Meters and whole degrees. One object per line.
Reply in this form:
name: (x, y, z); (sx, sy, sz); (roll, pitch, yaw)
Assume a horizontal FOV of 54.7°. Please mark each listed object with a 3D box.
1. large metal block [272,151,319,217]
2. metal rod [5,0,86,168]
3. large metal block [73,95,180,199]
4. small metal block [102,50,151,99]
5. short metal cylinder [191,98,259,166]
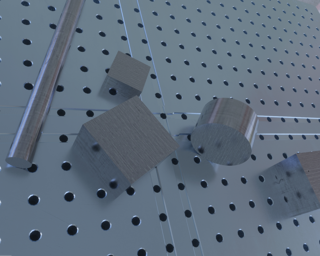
large metal block: (0.231, 0.082, 0.469); (0.081, 0.050, 0.080); (-3, 63, -30)
metal rod: (-0.132, -0.090, 0.392); (0.025, 0.025, 0.300); (17, 55, -19)
large metal block: (-0.039, 0.020, 0.360); (0.081, 0.050, 0.080); (-35, 81, -39)
small metal block: (-0.046, -0.072, 0.429); (0.050, 0.025, 0.050); (25, 53, -13)
short metal cylinder: (0.088, 0.006, 0.419); (0.080, 0.080, 0.050); (34, 51, -7)
